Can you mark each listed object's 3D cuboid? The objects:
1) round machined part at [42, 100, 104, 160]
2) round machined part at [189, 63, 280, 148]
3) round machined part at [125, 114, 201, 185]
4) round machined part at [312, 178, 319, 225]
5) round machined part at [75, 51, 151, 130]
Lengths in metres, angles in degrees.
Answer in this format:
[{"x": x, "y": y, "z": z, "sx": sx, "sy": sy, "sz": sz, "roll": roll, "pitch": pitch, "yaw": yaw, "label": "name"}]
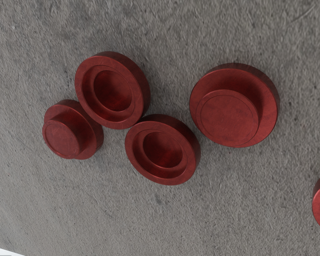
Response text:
[{"x": -0.139, "y": 0.009, "z": 0.475, "sx": 0.098, "sy": 0.042, "sz": 0.097, "roll": 13, "pitch": 124, "yaw": 21, "label": "round machined part"}, {"x": 0.078, "y": -0.019, "z": 0.343, "sx": 0.098, "sy": 0.042, "sz": 0.097, "roll": 13, "pitch": 124, "yaw": 21, "label": "round machined part"}, {"x": 0.007, "y": 0.024, "z": 0.406, "sx": 0.098, "sy": 0.042, "sz": 0.097, "roll": 13, "pitch": 125, "yaw": 20, "label": "round machined part"}, {"x": 0.217, "y": 0.077, "z": 0.329, "sx": 0.098, "sy": 0.042, "sz": 0.097, "roll": 13, "pitch": 124, "yaw": 21, "label": "round machined part"}, {"x": -0.055, "y": -0.050, "z": 0.394, "sx": 0.098, "sy": 0.042, "sz": 0.097, "roll": 13, "pitch": 124, "yaw": 21, "label": "round machined part"}]
